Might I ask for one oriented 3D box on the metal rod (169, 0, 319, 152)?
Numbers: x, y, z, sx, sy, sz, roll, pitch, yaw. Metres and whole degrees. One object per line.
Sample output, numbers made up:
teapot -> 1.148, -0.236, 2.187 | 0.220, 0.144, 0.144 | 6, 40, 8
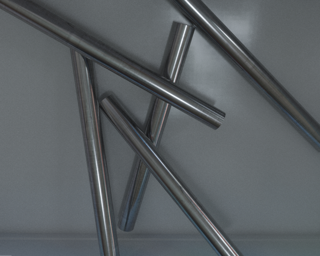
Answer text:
metal rod -> 0.126, -0.061, 0.383 | 0.301, 0.025, 0.025 | 40, 105, -17

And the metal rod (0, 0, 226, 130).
metal rod -> -0.057, -0.080, 0.354 | 0.301, 0.025, 0.025 | 29, 107, -10

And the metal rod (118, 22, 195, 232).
metal rod -> -0.011, 0.012, 0.415 | 0.025, 0.025, 0.298 | 15, 109, -6

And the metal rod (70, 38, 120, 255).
metal rod -> -0.081, 0.039, 0.392 | 0.025, 0.025, 0.298 | -6, 98, 2

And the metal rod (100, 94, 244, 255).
metal rod -> 0.025, 0.081, 0.391 | 0.025, 0.025, 0.300 | -40, 88, 13
